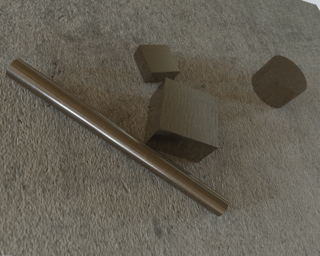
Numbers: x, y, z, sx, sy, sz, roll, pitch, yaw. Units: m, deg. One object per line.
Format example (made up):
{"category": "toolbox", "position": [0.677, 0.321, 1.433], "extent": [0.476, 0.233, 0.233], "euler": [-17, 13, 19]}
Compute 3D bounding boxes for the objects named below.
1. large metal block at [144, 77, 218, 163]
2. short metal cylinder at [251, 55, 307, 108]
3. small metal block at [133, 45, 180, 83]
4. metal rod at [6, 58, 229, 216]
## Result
{"category": "large metal block", "position": [0.029, -0.009, 0.411], "extent": [0.081, 0.050, 0.080], "euler": [19, 54, -18]}
{"category": "short metal cylinder", "position": [0.213, -0.083, 0.556], "extent": [0.081, 0.050, 0.080], "euler": [14, 56, -21]}
{"category": "small metal block", "position": [-0.005, -0.096, 0.461], "extent": [0.050, 0.025, 0.050], "euler": [-9, 67, -33]}
{"category": "metal rod", "position": [-0.045, 0.015, 0.371], "extent": [0.301, 0.025, 0.025], "euler": [34, 51, -6]}
